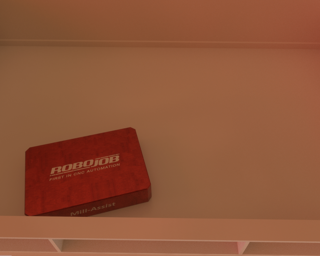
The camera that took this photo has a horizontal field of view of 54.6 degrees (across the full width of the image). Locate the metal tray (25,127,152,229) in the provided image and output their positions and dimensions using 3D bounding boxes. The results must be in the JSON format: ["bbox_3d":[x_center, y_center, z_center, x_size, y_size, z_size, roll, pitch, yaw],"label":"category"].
[{"bbox_3d":[-0.083,0.053,0.357,0.131,0.030,0.090,-12,51,-10],"label":"metal tray"}]
